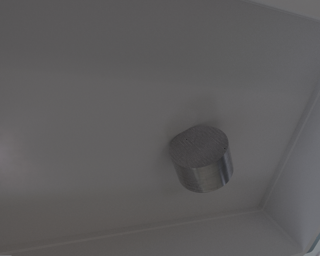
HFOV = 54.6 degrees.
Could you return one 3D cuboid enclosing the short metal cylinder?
[{"bbox_3d":[0.058,0.042,0.430,0.080,0.080,0.050,-28,128,-11],"label":"short metal cylinder"}]
